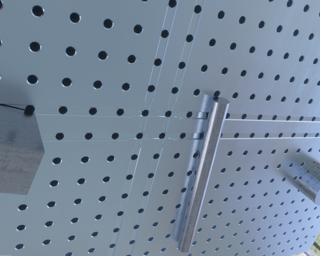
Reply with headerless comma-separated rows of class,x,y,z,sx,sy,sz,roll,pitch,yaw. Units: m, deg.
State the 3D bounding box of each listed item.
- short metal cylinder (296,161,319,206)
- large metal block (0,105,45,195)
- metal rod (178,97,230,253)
short metal cylinder,0.340,0.117,0.658,0.081,0.050,0.079,-14,124,-21
large metal block,-0.164,0.015,0.296,0.081,0.080,0.050,16,110,-35
metal rod,0.065,0.091,0.505,0.025,0.025,0.298,-6,121,-26
